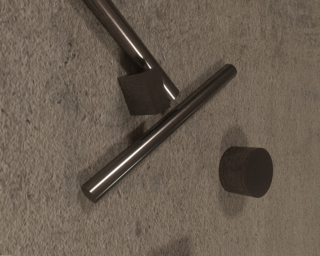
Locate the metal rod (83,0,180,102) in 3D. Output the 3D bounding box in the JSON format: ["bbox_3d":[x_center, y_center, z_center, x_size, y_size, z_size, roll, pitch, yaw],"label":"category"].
[{"bbox_3d":[-0.070,-0.142,0.347,0.300,0.025,0.025,49,61,-29],"label":"metal rod"}]

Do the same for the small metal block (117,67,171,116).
[{"bbox_3d":[-0.020,-0.043,0.374,0.025,0.050,0.050,-30,109,-36],"label":"small metal block"}]

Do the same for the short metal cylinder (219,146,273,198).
[{"bbox_3d":[0.143,0.071,0.511,0.081,0.050,0.079,0,90,-40],"label":"short metal cylinder"}]

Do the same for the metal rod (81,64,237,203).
[{"bbox_3d":[0.018,-0.010,0.421,0.302,0.025,0.025,-41,115,-33],"label":"metal rod"}]
